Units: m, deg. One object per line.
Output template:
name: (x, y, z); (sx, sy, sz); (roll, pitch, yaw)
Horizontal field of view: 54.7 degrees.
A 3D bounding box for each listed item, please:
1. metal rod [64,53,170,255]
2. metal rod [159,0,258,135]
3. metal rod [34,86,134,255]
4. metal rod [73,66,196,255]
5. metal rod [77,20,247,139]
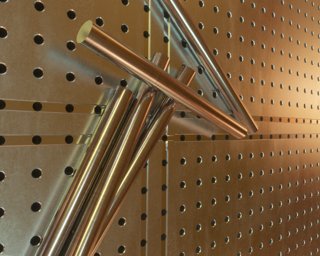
metal rod: (-0.048, 0.037, 0.355); (0.025, 0.025, 0.300); (38, 62, -34)
metal rod: (0.078, -0.097, 0.476); (0.300, 0.025, 0.025); (50, 60, -29)
metal rod: (-0.097, 0.088, 0.329); (0.025, 0.025, 0.300); (35, 68, -35)
metal rod: (-0.029, 0.039, 0.386); (0.025, 0.025, 0.300); (45, 63, -31)
metal rod: (0.028, -0.044, 0.399); (0.301, 0.025, 0.025); (26, 74, -42)
